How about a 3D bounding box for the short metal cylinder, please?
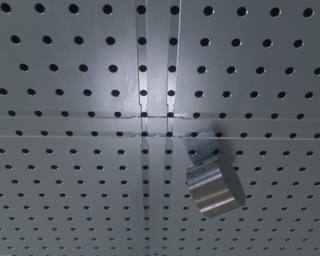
[{"bbox_3d":[0.081,0.082,0.446,0.050,0.080,0.080,-29,125,22],"label":"short metal cylinder"}]
